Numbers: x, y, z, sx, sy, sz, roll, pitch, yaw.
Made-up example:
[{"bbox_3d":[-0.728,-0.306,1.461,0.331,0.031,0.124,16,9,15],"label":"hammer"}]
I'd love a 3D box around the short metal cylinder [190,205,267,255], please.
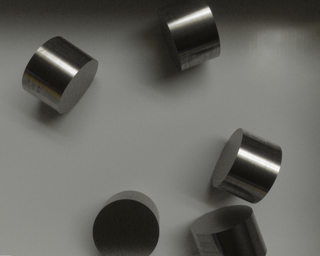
[{"bbox_3d":[0.084,0.136,0.384,0.080,0.080,0.050,-20,90,0],"label":"short metal cylinder"}]

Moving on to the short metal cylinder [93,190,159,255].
[{"bbox_3d":[-0.041,0.125,0.399,0.081,0.050,0.080,0,90,0],"label":"short metal cylinder"}]

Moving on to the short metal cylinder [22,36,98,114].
[{"bbox_3d":[-0.121,-0.065,0.383,0.050,0.080,0.080,34,90,0],"label":"short metal cylinder"}]

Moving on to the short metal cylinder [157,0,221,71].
[{"bbox_3d":[0.035,-0.117,0.384,0.050,0.080,0.080,-22,90,0],"label":"short metal cylinder"}]

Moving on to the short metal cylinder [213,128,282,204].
[{"bbox_3d":[0.106,0.046,0.385,0.050,0.080,0.080,24,90,0],"label":"short metal cylinder"}]
